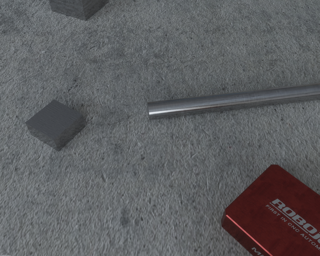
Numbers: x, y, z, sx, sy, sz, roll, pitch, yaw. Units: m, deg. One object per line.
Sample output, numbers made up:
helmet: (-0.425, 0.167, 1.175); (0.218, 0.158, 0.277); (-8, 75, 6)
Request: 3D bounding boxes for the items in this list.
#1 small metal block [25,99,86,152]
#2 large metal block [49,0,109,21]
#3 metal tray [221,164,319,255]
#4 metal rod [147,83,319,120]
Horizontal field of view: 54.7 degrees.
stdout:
small metal block: (-0.136, -0.004, 0.405); (0.050, 0.025, 0.050); (27, 55, 20)
large metal block: (-0.159, -0.260, 0.603); (0.080, 0.050, 0.080); (21, 53, 16)
metal tray: (0.140, 0.107, 0.312); (0.091, 0.030, 0.130); (-35, 59, -26)
metal rod: (0.133, -0.041, 0.439); (0.302, 0.025, 0.025); (-7, 51, -7)
